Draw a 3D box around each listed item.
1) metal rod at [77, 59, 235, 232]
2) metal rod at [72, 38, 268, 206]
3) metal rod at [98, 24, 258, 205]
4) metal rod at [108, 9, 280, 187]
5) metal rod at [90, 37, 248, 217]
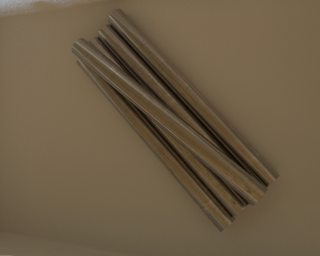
[{"bbox_3d":[-0.013,0.009,0.414,0.025,0.025,0.300,-45,76,14],"label":"metal rod"},{"bbox_3d":[0.000,-0.017,0.382,0.300,0.025,0.025,40,103,15],"label":"metal rod"},{"bbox_3d":[0.019,-0.026,0.402,0.025,0.025,0.300,-45,76,14],"label":"metal rod"},{"bbox_3d":[0.034,-0.046,0.397,0.025,0.025,0.300,-45,76,14],"label":"metal rod"},{"bbox_3d":[0.001,-0.011,0.409,0.025,0.025,0.300,-45,76,14],"label":"metal rod"}]
